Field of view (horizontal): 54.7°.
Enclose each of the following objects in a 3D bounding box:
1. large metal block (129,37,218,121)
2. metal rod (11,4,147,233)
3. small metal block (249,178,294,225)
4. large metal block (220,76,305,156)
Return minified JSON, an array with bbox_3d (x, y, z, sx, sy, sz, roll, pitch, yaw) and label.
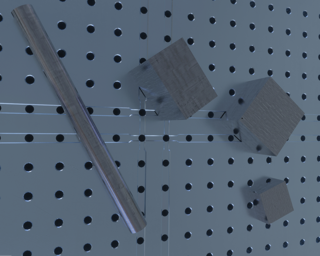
[{"bbox_3d":[0.014,-0.057,0.389,0.050,0.080,0.080,-37,102,-16],"label":"large metal block"},{"bbox_3d":[-0.093,-0.003,0.378,0.025,0.025,0.299,-29,100,-18],"label":"metal rod"},{"bbox_3d":[0.173,0.112,0.479,0.050,0.025,0.050,-21,97,-19],"label":"small metal block"},{"bbox_3d":[0.150,-0.016,0.457,0.080,0.050,0.080,41,77,-16],"label":"large metal block"}]
